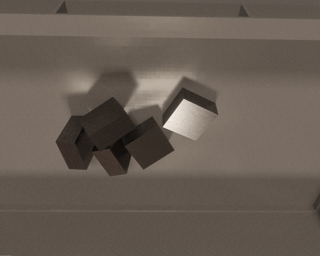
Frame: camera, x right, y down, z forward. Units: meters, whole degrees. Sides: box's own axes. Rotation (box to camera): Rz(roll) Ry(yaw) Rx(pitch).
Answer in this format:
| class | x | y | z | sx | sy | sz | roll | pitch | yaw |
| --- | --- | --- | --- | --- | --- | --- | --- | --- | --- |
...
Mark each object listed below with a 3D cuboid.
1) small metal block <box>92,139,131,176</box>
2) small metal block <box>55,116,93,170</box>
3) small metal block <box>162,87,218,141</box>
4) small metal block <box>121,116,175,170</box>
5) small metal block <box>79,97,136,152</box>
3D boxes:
| class | x | y | z | sx | sy | sz | roll | pitch | yaw |
| --- | --- | --- | --- | --- | --- | --- | --- | --- | --- |
| small metal block | -0.061 | 0.028 | 0.414 | 0.025 | 0.050 | 0.050 | -12 | 130 | 19 |
| small metal block | -0.106 | 0.019 | 0.405 | 0.025 | 0.050 | 0.050 | 1 | 131 | 13 |
| small metal block | 0.038 | -0.017 | 0.396 | 0.050 | 0.025 | 0.050 | 23 | 126 | -19 |
| small metal block | -0.016 | 0.021 | 0.417 | 0.050 | 0.025 | 0.050 | -32 | 126 | 1 |
| small metal block | -0.064 | -0.006 | 0.376 | 0.050 | 0.050 | 0.025 | -34 | 127 | -7 |
